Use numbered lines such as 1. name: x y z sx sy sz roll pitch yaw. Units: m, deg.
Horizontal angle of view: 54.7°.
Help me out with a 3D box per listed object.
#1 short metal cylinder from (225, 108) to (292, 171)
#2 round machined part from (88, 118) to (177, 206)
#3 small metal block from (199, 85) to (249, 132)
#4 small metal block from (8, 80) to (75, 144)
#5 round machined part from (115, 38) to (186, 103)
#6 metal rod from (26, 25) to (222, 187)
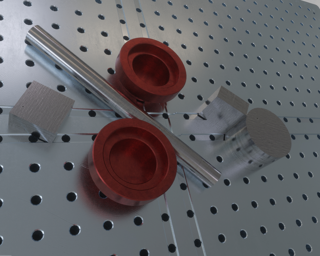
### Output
1. short metal cylinder: 0.145 0.017 0.459 0.081 0.050 0.080 14 56 -21
2. round machined part: -0.033 0.041 0.354 0.099 0.042 0.098 14 56 -21
3. small metal block: 0.094 -0.028 0.460 0.050 0.050 0.025 32 52 -8
4. small metal block: -0.132 -0.018 0.348 0.050 0.025 0.050 27 52 -11
5. round machined part: -0.016 -0.075 0.434 0.099 0.042 0.098 14 56 -21
6. metal rod: -0.045 -0.027 0.399 0.300 0.025 0.025 39 51 -2
